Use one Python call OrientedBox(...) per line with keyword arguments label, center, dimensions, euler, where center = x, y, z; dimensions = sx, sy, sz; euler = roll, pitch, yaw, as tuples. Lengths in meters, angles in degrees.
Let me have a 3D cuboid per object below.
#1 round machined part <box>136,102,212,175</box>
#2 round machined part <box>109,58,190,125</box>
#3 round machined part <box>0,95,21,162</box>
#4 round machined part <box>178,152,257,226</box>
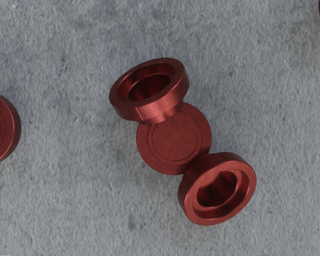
OrientedBox(label="round machined part", center=(0.018, 0.013, 0.402), dimensions=(0.099, 0.042, 0.097), euler=(0, 90, -1))
OrientedBox(label="round machined part", center=(-0.010, -0.042, 0.383), dimensions=(0.098, 0.098, 0.042), euler=(-28, 127, -1))
OrientedBox(label="round machined part", center=(-0.228, 0.000, 0.398), dimensions=(0.099, 0.042, 0.097), euler=(0, 90, -1))
OrientedBox(label="round machined part", center=(0.067, 0.071, 0.387), dimensions=(0.099, 0.042, 0.097), euler=(-11, 121, -18))
